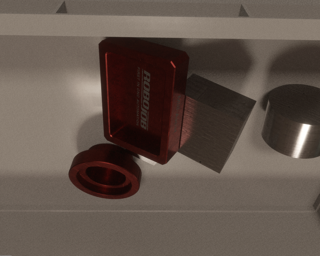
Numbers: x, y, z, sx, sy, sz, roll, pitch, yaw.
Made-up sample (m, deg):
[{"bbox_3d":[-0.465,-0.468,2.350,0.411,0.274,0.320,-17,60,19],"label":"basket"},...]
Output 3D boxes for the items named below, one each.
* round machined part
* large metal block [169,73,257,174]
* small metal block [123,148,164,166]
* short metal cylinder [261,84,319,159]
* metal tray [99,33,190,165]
[{"bbox_3d":[-0.074,0.059,0.439,0.099,0.042,0.097,4,139,4],"label":"round machined part"},{"bbox_3d":[0.055,-0.006,0.367,0.080,0.050,0.079,27,131,16],"label":"large metal block"},{"bbox_3d":[-0.014,0.019,0.425,0.050,0.025,0.050,28,124,-22],"label":"small metal block"},{"bbox_3d":[0.166,-0.010,0.367,0.081,0.080,0.050,-1,130,0],"label":"short metal cylinder"},{"bbox_3d":[-0.021,-0.030,0.346,0.090,0.030,0.129,22,129,22],"label":"metal tray"}]
